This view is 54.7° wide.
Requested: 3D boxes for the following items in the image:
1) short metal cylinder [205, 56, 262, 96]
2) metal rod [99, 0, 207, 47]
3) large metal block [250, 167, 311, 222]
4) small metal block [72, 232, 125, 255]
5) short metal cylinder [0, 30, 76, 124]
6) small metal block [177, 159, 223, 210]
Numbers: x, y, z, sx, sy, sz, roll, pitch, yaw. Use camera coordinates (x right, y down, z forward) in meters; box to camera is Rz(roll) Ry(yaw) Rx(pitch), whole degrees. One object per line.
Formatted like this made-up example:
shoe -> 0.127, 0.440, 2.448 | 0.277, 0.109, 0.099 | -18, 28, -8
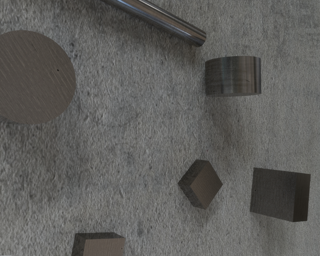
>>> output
short metal cylinder -> 0.108, -0.074, 0.459 | 0.081, 0.080, 0.050 | -3, 92, -40
metal rod -> -0.056, -0.155, 0.357 | 0.302, 0.025, 0.025 | 12, 82, -39
large metal block -> 0.211, 0.115, 0.546 | 0.050, 0.080, 0.080 | 12, 83, -40
small metal block -> -0.071, 0.146, 0.346 | 0.050, 0.025, 0.050 | 15, 81, -39
short metal cylinder -> -0.126, -0.043, 0.283 | 0.081, 0.050, 0.080 | 0, 90, -40
small metal block -> 0.060, 0.082, 0.455 | 0.050, 0.025, 0.050 | -47, 118, -29
